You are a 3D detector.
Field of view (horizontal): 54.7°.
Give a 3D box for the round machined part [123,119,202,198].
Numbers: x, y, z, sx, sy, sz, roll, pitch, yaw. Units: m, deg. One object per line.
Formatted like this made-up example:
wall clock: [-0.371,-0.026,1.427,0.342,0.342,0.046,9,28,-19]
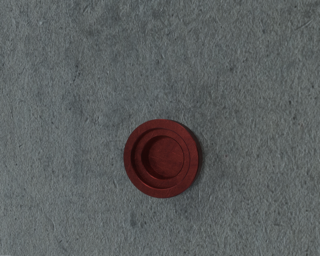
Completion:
round machined part: [0.006,0.037,0.398,0.098,0.042,0.097,0,90,19]
